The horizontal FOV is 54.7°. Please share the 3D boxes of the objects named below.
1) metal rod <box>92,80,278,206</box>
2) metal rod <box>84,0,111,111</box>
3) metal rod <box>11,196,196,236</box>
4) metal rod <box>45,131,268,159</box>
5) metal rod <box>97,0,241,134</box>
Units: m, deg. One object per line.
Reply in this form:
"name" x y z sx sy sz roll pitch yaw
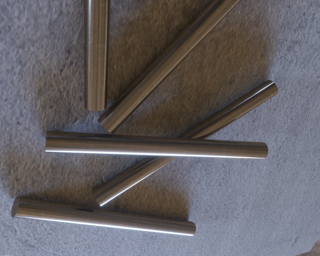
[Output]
"metal rod" 0.041 0.017 0.441 0.301 0.025 0.025 -32 129 -8
"metal rod" -0.056 -0.154 0.281 0.025 0.025 0.298 -7 122 -25
"metal rod" -0.059 0.136 0.460 0.302 0.025 0.025 20 107 -36
"metal rod" 0.012 0.024 0.404 0.303 0.025 0.025 4 117 -22
"metal rod" 0.039 -0.109 0.361 0.300 0.025 0.025 -46 130 3
